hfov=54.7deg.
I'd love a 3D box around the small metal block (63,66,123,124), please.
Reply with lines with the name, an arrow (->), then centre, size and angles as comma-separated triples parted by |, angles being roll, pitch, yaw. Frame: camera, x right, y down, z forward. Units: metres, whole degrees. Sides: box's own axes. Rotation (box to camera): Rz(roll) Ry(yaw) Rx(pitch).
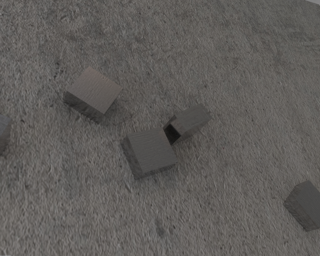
small metal block -> -0.082, -0.041, 0.384 | 0.050, 0.025, 0.050 | 33, 51, -7

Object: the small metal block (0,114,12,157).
small metal block -> -0.173, 0.003, 0.293 | 0.050, 0.050, 0.025 | 24, 53, -14

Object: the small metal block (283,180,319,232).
small metal block -> 0.215, 0.113, 0.450 | 0.050, 0.025, 0.050 | -33, 81, -38

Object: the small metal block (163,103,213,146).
small metal block -> 0.032, -0.003, 0.407 | 0.050, 0.050, 0.025 | -24, 75, -37

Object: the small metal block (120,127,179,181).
small metal block -> -0.013, 0.030, 0.378 | 0.050, 0.025, 0.050 | -12, 68, -33
